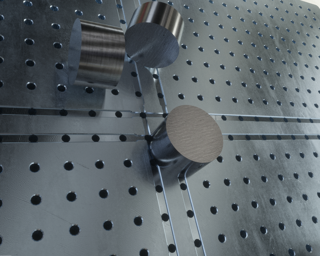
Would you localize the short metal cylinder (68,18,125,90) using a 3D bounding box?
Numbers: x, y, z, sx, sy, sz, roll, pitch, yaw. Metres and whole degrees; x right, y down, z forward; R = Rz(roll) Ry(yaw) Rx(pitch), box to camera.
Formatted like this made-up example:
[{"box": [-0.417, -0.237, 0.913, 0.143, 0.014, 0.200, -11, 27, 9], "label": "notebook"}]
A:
[{"box": [-0.081, -0.090, 0.384, 0.050, 0.080, 0.080, 3, 60, -27], "label": "short metal cylinder"}]

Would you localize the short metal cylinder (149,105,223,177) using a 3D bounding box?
[{"box": [0.033, 0.017, 0.399, 0.081, 0.050, 0.080, 14, 56, -21], "label": "short metal cylinder"}]

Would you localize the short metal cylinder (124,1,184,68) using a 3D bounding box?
[{"box": [-0.008, -0.134, 0.450, 0.080, 0.080, 0.050, 24, 53, -14], "label": "short metal cylinder"}]
